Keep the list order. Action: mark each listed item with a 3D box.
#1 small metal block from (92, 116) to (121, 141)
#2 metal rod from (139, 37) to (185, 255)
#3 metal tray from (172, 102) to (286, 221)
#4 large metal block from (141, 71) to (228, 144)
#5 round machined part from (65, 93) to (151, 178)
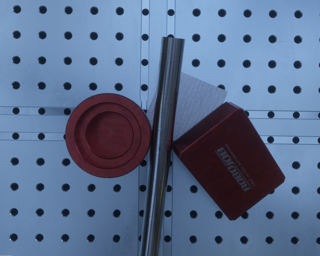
[{"bbox_3d":[-0.073,-0.007,0.410,0.050,0.025,0.050,-22,90,0],"label":"small metal block"},{"bbox_3d":[-0.001,0.046,0.370,0.025,0.025,0.298,6,106,0],"label":"metal rod"},{"bbox_3d":[0.087,0.044,0.383,0.090,0.030,0.130,-38,115,0],"label":"metal tray"},{"bbox_3d":[0.030,-0.023,0.398,0.080,0.050,0.080,23,90,0],"label":"large metal block"},{"bbox_3d":[-0.059,0.009,0.374,0.099,0.042,0.097,0,91,3],"label":"round machined part"}]
